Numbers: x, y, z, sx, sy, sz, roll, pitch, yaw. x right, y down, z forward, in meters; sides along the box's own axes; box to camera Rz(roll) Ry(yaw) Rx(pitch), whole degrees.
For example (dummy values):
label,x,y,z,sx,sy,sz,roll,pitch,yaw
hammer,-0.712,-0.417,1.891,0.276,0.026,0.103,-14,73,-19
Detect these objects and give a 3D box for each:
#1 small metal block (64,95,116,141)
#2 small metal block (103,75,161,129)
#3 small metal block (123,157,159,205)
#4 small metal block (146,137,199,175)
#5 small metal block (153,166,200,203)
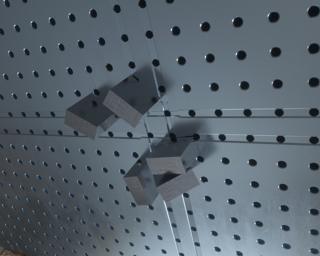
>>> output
label,x,y,z,sx,sy,sz,roll,pitch,yaw
small metal block,-0.097,-0.016,0.437,0.050,0.050,0.025,28,128,10
small metal block,-0.035,-0.034,0.393,0.050,0.050,0.025,38,129,3
small metal block,-0.021,0.077,0.455,0.025,0.050,0.050,-11,113,33
small metal block,0.017,0.036,0.408,0.050,0.050,0.025,-6,114,31
small metal block,0.020,0.067,0.413,0.050,0.050,0.025,-28,106,1
